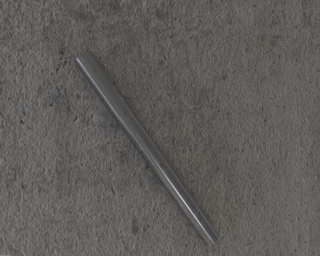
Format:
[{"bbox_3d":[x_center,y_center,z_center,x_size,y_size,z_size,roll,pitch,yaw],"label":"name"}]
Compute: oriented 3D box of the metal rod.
[{"bbox_3d":[-0.011,0.035,0.404,0.025,0.025,0.299,-38,102,-16],"label":"metal rod"}]
